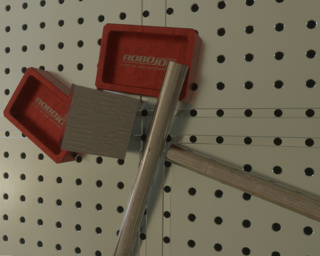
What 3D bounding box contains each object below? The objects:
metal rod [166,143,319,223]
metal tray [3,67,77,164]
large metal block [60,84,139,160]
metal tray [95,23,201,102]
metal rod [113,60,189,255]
[{"bbox_3d":[0.148,0.081,0.360,0.301,0.025,0.025,20,97,18],"label":"metal rod"},{"bbox_3d":[-0.165,-0.020,0.466,0.130,0.030,0.090,37,102,15],"label":"metal tray"},{"bbox_3d":[-0.081,-0.009,0.405,0.081,0.050,0.079,12,96,-22],"label":"large metal block"},{"bbox_3d":[-0.018,-0.088,0.415,0.130,0.030,0.089,10,93,19],"label":"metal tray"},{"bbox_3d":[-0.019,0.063,0.399,0.025,0.025,0.298,21,104,18],"label":"metal rod"}]
